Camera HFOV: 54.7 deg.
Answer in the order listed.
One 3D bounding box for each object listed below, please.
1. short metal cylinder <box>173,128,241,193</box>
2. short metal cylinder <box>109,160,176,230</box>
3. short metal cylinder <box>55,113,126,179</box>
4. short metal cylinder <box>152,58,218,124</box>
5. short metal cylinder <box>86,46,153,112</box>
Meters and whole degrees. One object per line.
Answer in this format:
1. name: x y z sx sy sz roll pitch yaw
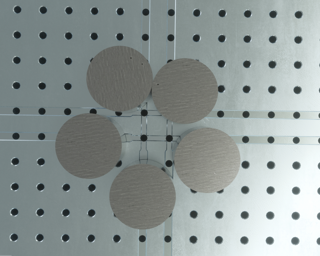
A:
1. short metal cylinder: 0.057 0.039 0.400 0.081 0.050 0.079 0 91 -1
2. short metal cylinder: -0.021 0.083 0.399 0.081 0.050 0.080 0 90 0
3. short metal cylinder: -0.086 0.022 0.400 0.081 0.050 0.079 0 90 0
4. short metal cylinder: 0.030 -0.045 0.400 0.081 0.050 0.079 0 90 0
5. short metal cylinder: -0.049 -0.060 0.400 0.081 0.050 0.079 0 90 -1
